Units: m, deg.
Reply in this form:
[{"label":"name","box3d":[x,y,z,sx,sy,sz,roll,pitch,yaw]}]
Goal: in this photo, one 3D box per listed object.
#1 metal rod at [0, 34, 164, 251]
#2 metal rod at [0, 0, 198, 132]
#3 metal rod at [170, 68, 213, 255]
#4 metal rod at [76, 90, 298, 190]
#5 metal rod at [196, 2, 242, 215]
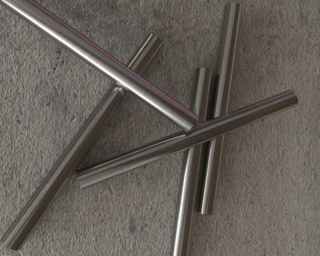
[{"label":"metal rod","box3d":[-0.087,0.008,0.377,0.025,0.025,0.300,37,78,-17]},{"label":"metal rod","box3d":[-0.084,-0.089,0.358,0.301,0.025,0.025,34,79,-10]},{"label":"metal rod","box3d":[0.041,0.066,0.425,0.025,0.025,0.298,9,87,-20]},{"label":"metal rod","box3d":[0.042,0.011,0.400,0.302,0.025,0.025,-20,97,-10]},{"label":"metal rod","box3d":[0.085,-0.029,0.441,0.025,0.025,0.298,9,87,-20]}]
